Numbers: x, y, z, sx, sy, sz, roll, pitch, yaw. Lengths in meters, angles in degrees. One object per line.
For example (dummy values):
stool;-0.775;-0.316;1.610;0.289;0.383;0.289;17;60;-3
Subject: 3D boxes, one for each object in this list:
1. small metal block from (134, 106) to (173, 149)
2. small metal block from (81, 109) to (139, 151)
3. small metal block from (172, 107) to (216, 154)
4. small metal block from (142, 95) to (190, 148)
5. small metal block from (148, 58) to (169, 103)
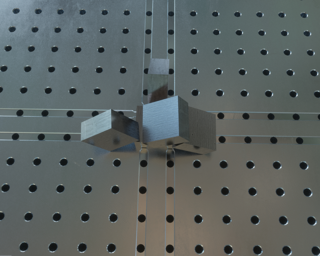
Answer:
small metal block;-0.006;-0.001;0.412;0.050;0.025;0.050;2;70;1
small metal block;-0.062;0.004;0.386;0.050;0.050;0.025;-21;61;29
small metal block;0.045;0.003;0.399;0.050;0.025;0.050;14;67;-28
small metal block;0.007;-0.006;0.375;0.050;0.025;0.050;-13;66;30
small metal block;-0.002;-0.058;0.409;0.025;0.050;0.050;3;34;2
